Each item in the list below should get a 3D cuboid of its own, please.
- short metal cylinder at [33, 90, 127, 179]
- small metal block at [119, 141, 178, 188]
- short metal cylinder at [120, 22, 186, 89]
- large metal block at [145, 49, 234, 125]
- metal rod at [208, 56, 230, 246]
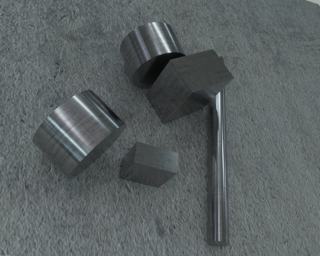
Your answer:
[{"bbox_3d":[-0.081,0.007,0.321,0.050,0.080,0.080,45,51,3],"label":"short metal cylinder"},{"bbox_3d":[-0.013,0.044,0.354,0.050,0.050,0.025,18,55,-18],"label":"small metal block"},{"bbox_3d":[-0.008,-0.097,0.423,0.081,0.080,0.050,-10,67,-32],"label":"short metal cylinder"},{"bbox_3d":[0.039,-0.056,0.424,0.081,0.080,0.050,-23,74,-36],"label":"large metal block"},{"bbox_3d":[0.082,0.010,0.441,0.025,0.025,0.300,19,54,-18],"label":"metal rod"}]
